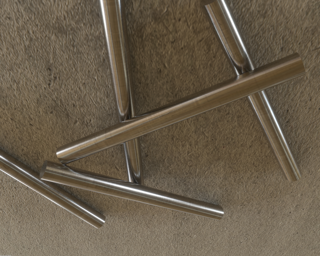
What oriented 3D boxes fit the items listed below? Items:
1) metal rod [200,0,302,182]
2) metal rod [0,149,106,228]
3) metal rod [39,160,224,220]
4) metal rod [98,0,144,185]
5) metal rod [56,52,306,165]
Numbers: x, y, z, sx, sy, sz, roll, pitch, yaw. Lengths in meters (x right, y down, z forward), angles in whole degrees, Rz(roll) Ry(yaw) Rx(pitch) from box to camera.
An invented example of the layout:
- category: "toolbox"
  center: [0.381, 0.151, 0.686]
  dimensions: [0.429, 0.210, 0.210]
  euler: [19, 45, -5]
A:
- category: "metal rod"
  center: [0.126, -0.028, 0.384]
  dimensions: [0.025, 0.025, 0.300]
  euler: [-24, 126, 19]
- category: "metal rod"
  center: [-0.197, 0.075, 0.469]
  dimensions: [0.025, 0.025, 0.300]
  euler: [-31, 124, 23]
- category: "metal rod"
  center: [-0.022, 0.099, 0.459]
  dimensions: [0.302, 0.025, 0.025]
  euler: [21, 128, -29]
- category: "metal rod"
  center: [-0.042, -0.023, 0.386]
  dimensions: [0.025, 0.025, 0.298]
  euler: [-2, 130, 1]
- category: "metal rod"
  center: [0.009, -0.015, 0.359]
  dimensions: [0.300, 0.025, 0.025]
  euler: [-21, 127, 16]
